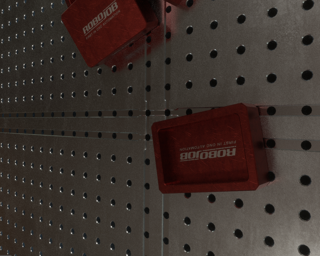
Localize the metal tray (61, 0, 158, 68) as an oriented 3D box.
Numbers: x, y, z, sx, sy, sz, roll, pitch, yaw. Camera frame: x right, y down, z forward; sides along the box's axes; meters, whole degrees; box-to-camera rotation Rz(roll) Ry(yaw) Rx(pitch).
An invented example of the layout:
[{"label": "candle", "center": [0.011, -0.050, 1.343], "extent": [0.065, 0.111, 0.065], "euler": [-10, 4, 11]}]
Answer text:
[{"label": "metal tray", "center": [-0.076, -0.155, 0.444], "extent": [0.130, 0.030, 0.090], "euler": [-24, 98, 38]}]

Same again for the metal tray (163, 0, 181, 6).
[{"label": "metal tray", "center": [0.002, -0.235, 0.402], "extent": [0.090, 0.030, 0.130], "euler": [-52, 60, 27]}]

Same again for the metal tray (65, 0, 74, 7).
[{"label": "metal tray", "center": [-0.125, -0.248, 0.505], "extent": [0.090, 0.030, 0.130], "euler": [-37, 68, 33]}]

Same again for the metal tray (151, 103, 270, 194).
[{"label": "metal tray", "center": [0.052, 0.028, 0.361], "extent": [0.130, 0.030, 0.089], "euler": [-12, 83, 39]}]
